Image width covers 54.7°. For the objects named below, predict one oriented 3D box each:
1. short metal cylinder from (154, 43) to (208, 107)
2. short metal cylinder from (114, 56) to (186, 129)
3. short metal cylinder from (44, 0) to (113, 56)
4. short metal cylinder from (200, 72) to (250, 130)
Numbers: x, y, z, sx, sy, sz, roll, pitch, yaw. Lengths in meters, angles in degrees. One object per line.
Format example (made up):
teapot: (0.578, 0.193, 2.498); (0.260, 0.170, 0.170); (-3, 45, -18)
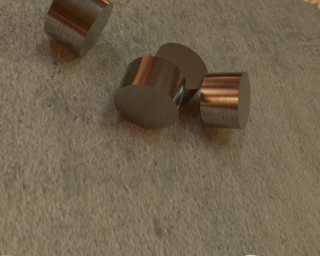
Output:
short metal cylinder: (0.021, -0.075, 0.447); (0.081, 0.050, 0.080); (14, 56, -21)
short metal cylinder: (-0.011, -0.043, 0.390); (0.080, 0.080, 0.050); (25, 53, -13)
short metal cylinder: (-0.104, -0.140, 0.399); (0.050, 0.080, 0.080); (32, 51, -8)
short metal cylinder: (0.094, -0.039, 0.437); (0.050, 0.080, 0.080); (4, 46, 27)
